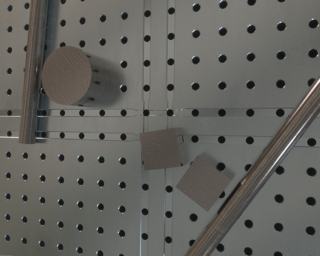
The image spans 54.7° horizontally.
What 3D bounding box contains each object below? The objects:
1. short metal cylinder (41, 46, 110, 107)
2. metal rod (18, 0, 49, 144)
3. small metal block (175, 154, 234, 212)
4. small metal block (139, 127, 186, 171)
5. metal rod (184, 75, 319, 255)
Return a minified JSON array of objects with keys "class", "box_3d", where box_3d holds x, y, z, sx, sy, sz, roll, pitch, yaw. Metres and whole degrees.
[{"class":"short metal cylinder","box_3d":[-0.119,-0.071,0.441,0.080,0.050,0.079,0,90,20]},{"class":"metal rod","box_3d":[-0.193,-0.125,0.480,0.025,0.025,0.298,7,92,20]},{"class":"small metal block","box_3d":[0.057,0.068,0.393,0.050,0.025,0.050,36,101,16]},{"class":"small metal block","box_3d":[0.004,0.028,0.411,0.050,0.025,0.050,-9,87,19]},{"class":"metal rod","box_3d":[0.108,0.071,0.374,0.025,0.025,0.299,36,101,16]}]
